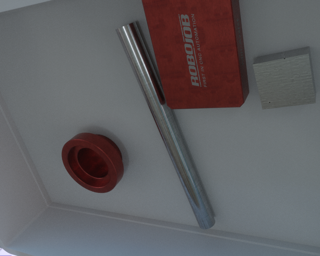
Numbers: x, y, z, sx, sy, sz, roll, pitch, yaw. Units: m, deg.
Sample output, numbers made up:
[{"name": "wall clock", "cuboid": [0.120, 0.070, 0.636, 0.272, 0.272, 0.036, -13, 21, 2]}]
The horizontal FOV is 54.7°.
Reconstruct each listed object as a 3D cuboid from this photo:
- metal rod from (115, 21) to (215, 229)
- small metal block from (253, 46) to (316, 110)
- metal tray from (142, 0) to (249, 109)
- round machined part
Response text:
[{"name": "metal rod", "cuboid": [0.015, 0.011, 0.406, 0.025, 0.025, 0.299, -10, 114, 32]}, {"name": "small metal block", "cuboid": [0.126, -0.049, 0.312, 0.050, 0.025, 0.050, -6, 116, 30]}, {"name": "metal tray", "cuboid": [0.040, -0.085, 0.330, 0.090, 0.030, 0.129, 0, 119, 28]}, {"name": "round machined part", "cuboid": [-0.098, 0.049, 0.478, 0.098, 0.042, 0.097, 13, 124, 20]}]
